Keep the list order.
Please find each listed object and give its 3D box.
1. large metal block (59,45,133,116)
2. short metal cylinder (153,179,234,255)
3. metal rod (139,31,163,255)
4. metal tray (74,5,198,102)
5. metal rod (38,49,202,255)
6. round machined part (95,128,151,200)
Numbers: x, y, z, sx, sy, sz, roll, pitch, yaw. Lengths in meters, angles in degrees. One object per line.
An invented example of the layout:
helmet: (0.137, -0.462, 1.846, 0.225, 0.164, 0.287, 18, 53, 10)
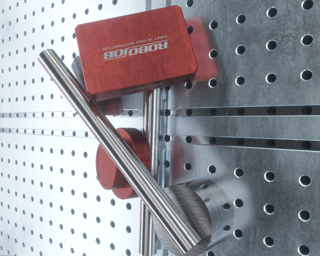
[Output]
large metal block: (-0.083, -0.065, 0.441, 0.050, 0.081, 0.080, 49, 119, 28)
short metal cylinder: (0.038, 0.103, 0.361, 0.080, 0.050, 0.079, 0, 90, 39)
metal rod: (-0.011, 0.020, 0.417, 0.025, 0.025, 0.298, 3, 92, 39)
metal tray: (-0.029, -0.091, 0.376, 0.131, 0.030, 0.090, -13, 79, -4)
metal rod: (-0.059, 0.013, 0.364, 0.300, 0.025, 0.025, 50, 119, 19)
round machined part: (-0.056, 0.048, 0.421, 0.098, 0.042, 0.097, -1, 89, 57)
